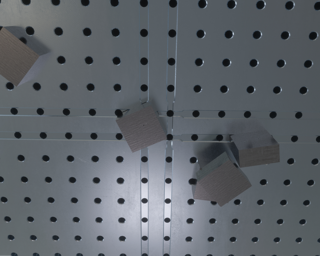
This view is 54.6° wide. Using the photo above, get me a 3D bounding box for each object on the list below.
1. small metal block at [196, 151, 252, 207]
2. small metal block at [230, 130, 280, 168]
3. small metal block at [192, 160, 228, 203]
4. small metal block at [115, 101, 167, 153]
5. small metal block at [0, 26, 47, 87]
[{"bbox_3d":[0.084,0.068,0.412,0.050,0.025,0.050,-38,106,12],"label":"small metal block"},{"bbox_3d":[0.124,0.027,0.411,0.050,0.050,0.025,-9,110,3],"label":"small metal block"},{"bbox_3d":[0.076,0.076,0.442,0.050,0.025,0.050,7,110,-3],"label":"small metal block"},{"bbox_3d":[-0.024,-0.002,0.412,0.050,0.025,0.050,-23,109,8],"label":"small metal block"},{"bbox_3d":[-0.178,-0.088,0.380,0.050,0.025,0.050,40,105,-13],"label":"small metal block"}]
